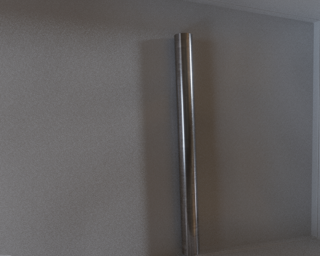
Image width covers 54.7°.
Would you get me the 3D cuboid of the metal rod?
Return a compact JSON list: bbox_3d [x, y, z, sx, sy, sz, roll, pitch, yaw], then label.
[{"bbox_3d":[0.037,0.022,0.425,0.025,0.025,0.298,-2,91,-20],"label":"metal rod"}]
